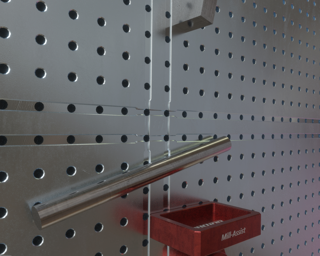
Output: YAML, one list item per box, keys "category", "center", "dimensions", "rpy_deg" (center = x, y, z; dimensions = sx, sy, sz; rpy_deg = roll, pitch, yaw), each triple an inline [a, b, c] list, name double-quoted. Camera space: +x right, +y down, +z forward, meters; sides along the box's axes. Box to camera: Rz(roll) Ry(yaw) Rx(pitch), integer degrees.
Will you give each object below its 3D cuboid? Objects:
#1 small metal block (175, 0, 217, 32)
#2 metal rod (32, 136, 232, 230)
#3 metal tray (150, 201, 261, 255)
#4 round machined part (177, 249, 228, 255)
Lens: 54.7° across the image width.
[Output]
- category: "small metal block"
  center: [0.051, -0.168, 0.435]
  dimensions: [0.025, 0.050, 0.050]
  rpy_deg: [19, 78, -39]
- category: "metal rod"
  center: [-0.009, 0.057, 0.401]
  dimensions: [0.302, 0.025, 0.025]
  rpy_deg: [-16, 100, -39]
- category: "metal tray"
  center: [0.063, 0.131, 0.419]
  dimensions: [0.131, 0.090, 0.030]
  rpy_deg: [1, 90, -40]
- category: "round machined part"
  center: [0.068, 0.211, 0.456]
  dimensions: [0.099, 0.042, 0.097]
  rpy_deg: [0, 90, -40]
